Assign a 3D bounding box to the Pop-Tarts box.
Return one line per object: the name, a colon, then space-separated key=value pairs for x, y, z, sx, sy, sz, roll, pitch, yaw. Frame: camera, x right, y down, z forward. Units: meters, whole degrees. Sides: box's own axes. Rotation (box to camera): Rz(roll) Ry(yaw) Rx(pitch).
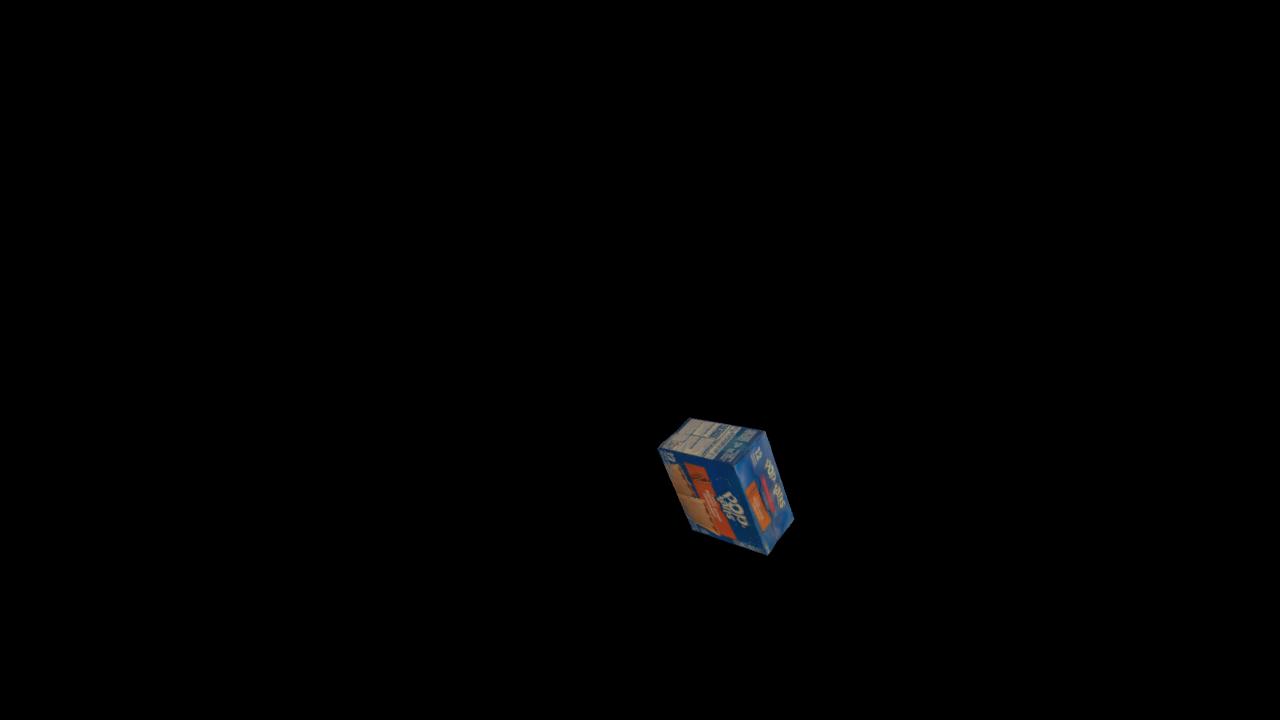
Pop-Tarts box: x=0.125 y=0.180 z=0.891 sx=0.141 sy=0.167 sz=0.083 roll=5 pitch=37 yaw=45
